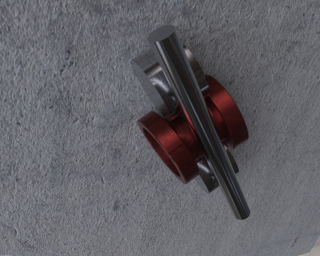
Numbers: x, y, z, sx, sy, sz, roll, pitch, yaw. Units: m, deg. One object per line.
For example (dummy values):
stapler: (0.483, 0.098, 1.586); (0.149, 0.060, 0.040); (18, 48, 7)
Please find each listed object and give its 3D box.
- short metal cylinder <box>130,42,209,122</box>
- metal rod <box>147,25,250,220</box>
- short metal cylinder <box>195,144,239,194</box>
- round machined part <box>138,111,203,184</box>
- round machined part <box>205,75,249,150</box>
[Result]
short metal cylinder: (0.010, -0.054, 0.346); (0.050, 0.080, 0.080); (-34, 129, -6)
metal rod: (0.059, 0.021, 0.352); (0.025, 0.025, 0.299); (-35, 129, -6)
short metal cylinder: (0.066, 0.046, 0.439); (0.050, 0.080, 0.080); (-34, 129, -6)
round machined part: (0.018, 0.018, 0.382); (0.042, 0.098, 0.098); (-37, 130, -9)
round machined part: (0.064, -0.014, 0.390); (0.042, 0.098, 0.098); (-31, 129, -3)
